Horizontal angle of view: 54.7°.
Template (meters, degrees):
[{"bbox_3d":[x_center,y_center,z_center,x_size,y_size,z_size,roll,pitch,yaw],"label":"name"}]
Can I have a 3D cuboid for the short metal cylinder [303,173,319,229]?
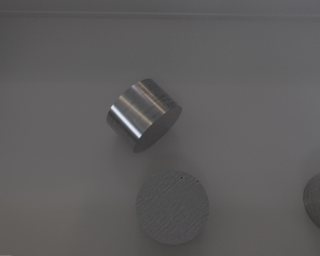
[{"bbox_3d":[0.221,0.086,0.366,0.081,0.050,0.080,0,70,0],"label":"short metal cylinder"}]

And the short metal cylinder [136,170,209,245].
[{"bbox_3d":[0.014,0.093,0.362,0.081,0.050,0.080,0,70,0],"label":"short metal cylinder"}]

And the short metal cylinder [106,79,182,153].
[{"bbox_3d":[-0.019,-0.014,0.385,0.080,0.080,0.050,-41,75,-13],"label":"short metal cylinder"}]
